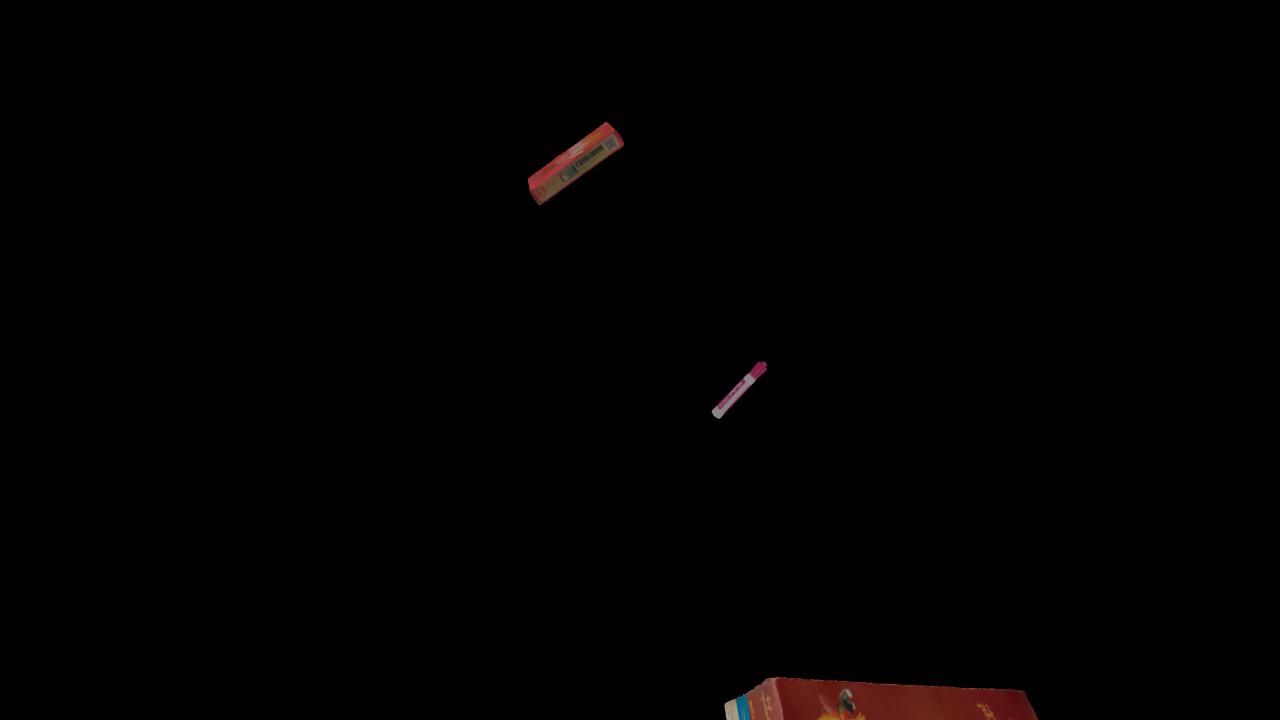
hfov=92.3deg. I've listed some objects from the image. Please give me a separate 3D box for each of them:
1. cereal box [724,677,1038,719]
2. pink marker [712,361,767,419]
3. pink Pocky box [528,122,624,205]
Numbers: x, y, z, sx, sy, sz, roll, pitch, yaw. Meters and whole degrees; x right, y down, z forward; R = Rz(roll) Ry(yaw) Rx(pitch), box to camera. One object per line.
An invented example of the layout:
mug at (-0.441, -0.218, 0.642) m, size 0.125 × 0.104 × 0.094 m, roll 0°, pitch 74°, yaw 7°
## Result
cereal box at (0.222, 0.364, 0.468) m, size 0.306 × 0.203 × 0.081 m, roll 15°, pitch -48°, yaw -24°
pink marker at (0.161, 0.048, 0.992) m, size 0.020 × 0.121 × 0.020 m, roll 34°, pitch 22°, yaw -16°
pink Pocky box at (-0.099, -0.296, 0.923) m, size 0.155 × 0.029 × 0.084 m, roll -33°, pitch 30°, yaw 7°
